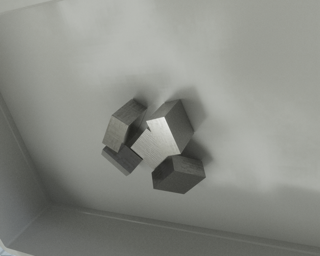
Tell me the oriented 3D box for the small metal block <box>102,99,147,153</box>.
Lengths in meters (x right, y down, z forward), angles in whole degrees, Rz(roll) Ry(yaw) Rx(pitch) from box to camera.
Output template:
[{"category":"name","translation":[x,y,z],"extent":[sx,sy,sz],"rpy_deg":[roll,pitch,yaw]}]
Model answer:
[{"category":"small metal block","translation":[-0.047,-0.003,0.411],"extent":[0.025,0.050,0.050],"rpy_deg":[32,128,7]}]

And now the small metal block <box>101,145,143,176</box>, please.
[{"category":"small metal block","translation":[-0.056,0.042,0.445],"extent":[0.050,0.025,0.050],"rpy_deg":[41,162,-1]}]

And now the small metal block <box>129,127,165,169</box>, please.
[{"category":"small metal block","translation":[-0.006,0.025,0.423],"extent":[0.050,0.025,0.050],"rpy_deg":[41,129,0]}]

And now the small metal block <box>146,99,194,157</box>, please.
[{"category":"small metal block","translation":[0.014,-0.001,0.381],"extent":[0.025,0.050,0.050],"rpy_deg":[-12,112,32]}]

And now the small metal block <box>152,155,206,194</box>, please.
[{"category":"small metal block","translation":[0.024,0.063,0.415],"extent":[0.050,0.025,0.050],"rpy_deg":[16,135,-29]}]
